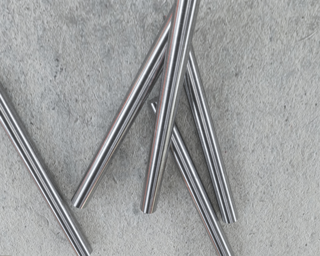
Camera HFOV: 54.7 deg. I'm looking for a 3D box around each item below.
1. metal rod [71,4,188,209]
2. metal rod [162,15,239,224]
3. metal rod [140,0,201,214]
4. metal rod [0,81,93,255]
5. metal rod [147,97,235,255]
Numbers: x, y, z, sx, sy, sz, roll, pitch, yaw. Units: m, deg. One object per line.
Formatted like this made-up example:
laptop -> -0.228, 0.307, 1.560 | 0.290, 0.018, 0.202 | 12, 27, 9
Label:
metal rod -> -0.045, -0.010, 0.390 | 0.025, 0.025, 0.298 | 27, 113, -10
metal rod -> 0.059, 0.000, 0.409 | 0.025, 0.025, 0.298 | -16, 110, 6
metal rod -> 0.006, -0.009, 0.375 | 0.025, 0.025, 0.298 | 8, 122, -3
metal rod -> -0.167, 0.062, 0.431 | 0.025, 0.025, 0.299 | -19, 109, 7
metal rod -> 0.054, 0.092, 0.443 | 0.025, 0.025, 0.299 | -22, 109, 8
